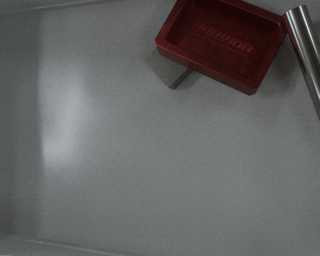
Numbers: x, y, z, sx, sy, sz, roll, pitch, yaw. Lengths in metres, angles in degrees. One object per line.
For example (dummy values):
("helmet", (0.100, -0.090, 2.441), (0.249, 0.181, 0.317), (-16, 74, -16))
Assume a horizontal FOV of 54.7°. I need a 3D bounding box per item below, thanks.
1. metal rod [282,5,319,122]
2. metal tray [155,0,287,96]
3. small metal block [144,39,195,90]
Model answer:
("metal rod", (0.192, 0.017, 0.326), (0.025, 0.025, 0.299), (-20, 90, 18))
("metal tray", (0.072, -0.106, 0.365), (0.130, 0.030, 0.090), (27, 85, 12))
("small metal block", (0.016, -0.086, 0.404), (0.050, 0.025, 0.050), (-44, 77, 14))
